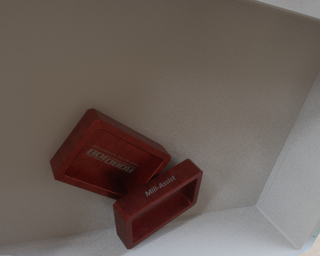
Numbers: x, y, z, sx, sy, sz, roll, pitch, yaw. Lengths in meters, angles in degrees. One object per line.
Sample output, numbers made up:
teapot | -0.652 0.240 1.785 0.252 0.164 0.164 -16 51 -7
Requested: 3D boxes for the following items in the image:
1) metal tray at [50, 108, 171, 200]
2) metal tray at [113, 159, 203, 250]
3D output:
metal tray | -0.059 0.042 0.400 0.131 0.030 0.090 31 101 -38
metal tray | -0.001 0.108 0.444 0.131 0.030 0.089 -27 142 -27
